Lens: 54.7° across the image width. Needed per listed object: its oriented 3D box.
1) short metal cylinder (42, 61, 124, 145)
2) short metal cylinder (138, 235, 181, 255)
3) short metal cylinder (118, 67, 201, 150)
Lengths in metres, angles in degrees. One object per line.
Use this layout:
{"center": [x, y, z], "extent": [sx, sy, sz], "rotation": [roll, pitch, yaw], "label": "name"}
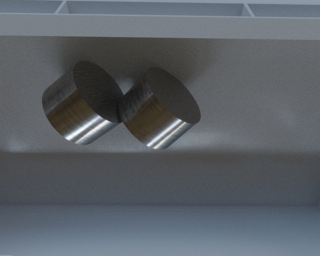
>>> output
{"center": [-0.082, -0.028, 0.348], "extent": [0.050, 0.080, 0.080], "rotation": [-32, 123, 24], "label": "short metal cylinder"}
{"center": [-0.001, 0.255, 0.592], "extent": [0.081, 0.080, 0.050], "rotation": [0, 130, -1], "label": "short metal cylinder"}
{"center": [0.000, -0.022, 0.354], "extent": [0.080, 0.080, 0.050], "rotation": [33, 123, -25], "label": "short metal cylinder"}
